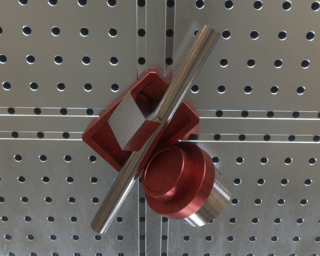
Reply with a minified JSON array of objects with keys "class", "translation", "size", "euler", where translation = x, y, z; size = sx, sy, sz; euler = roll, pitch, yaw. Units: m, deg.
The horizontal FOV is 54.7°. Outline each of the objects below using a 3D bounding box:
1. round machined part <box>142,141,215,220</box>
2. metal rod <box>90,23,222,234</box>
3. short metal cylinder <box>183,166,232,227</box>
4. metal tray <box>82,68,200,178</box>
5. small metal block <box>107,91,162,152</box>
[{"class":"round machined part","translation":[0.016,0.060,0.386],"size":[0.098,0.098,0.042],"euler":[-44,127,14]},{"class":"metal rod","translation":[-0.014,0.014,0.386],"size":[0.025,0.025,0.298],"euler":[27,108,-10]},{"class":"short metal cylinder","translation":[0.048,0.083,0.414],"size":[0.080,0.080,0.050],"euler":[-41,105,13]},{"class":"metal tray","translation":[-0.025,-0.003,0.408],"size":[0.130,0.030,0.090],"euler":[-41,106,13]},{"class":"small metal block","translation":[-0.032,-0.008,0.373],"size":[0.025,0.050,0.050],"euler":[11,127,-45]}]
